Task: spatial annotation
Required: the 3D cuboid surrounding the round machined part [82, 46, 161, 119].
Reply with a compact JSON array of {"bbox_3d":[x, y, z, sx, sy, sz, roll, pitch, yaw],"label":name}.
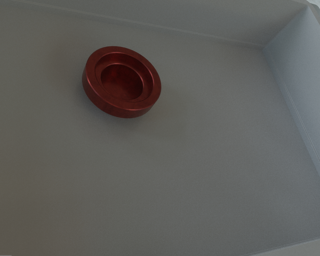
[{"bbox_3d":[-0.051,-0.054,0.400,0.099,0.042,0.098,14,56,-21],"label":"round machined part"}]
